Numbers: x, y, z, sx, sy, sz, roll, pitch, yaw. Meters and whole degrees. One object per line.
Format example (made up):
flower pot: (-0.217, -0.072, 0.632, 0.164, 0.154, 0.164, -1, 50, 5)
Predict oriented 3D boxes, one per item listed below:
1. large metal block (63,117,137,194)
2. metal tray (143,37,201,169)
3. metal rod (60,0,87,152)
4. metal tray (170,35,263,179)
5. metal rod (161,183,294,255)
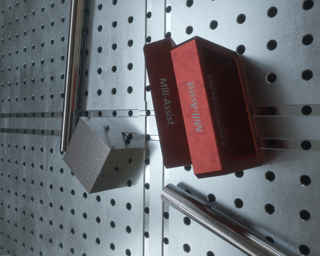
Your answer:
large metal block: (-0.093, 0.039, 0.467, 0.080, 0.050, 0.079, 42, 115, 31)
metal tray: (0.021, -0.023, 0.345, 0.030, 0.090, 0.129, -13, 81, 16)
metal rod: (-0.146, -0.109, 0.526, 0.025, 0.025, 0.298, 10, 96, 39)
metal tray: (0.060, -0.019, 0.316, 0.030, 0.091, 0.129, -17, 80, 38)
metal rod: (0.119, 0.134, 0.310, 0.300, 0.025, 0.025, 25, 106, 37)
